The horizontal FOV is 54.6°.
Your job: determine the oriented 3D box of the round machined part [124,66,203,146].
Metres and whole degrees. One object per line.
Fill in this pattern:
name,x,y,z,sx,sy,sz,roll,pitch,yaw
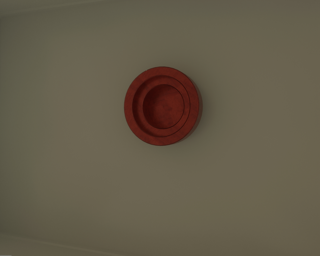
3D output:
round machined part,0.007,-0.027,0.399,0.098,0.042,0.097,0,90,20
